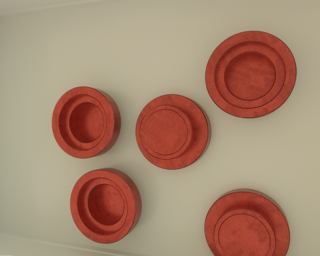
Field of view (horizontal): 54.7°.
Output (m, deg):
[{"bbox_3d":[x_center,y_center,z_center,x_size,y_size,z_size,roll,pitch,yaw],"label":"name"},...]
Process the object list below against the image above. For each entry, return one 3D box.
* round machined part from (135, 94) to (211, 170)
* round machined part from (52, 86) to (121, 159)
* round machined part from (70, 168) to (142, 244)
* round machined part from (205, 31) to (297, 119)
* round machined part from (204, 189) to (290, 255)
[{"bbox_3d":[0.013,0.005,0.397,0.098,0.042,0.097,0,90,20],"label":"round machined part"},{"bbox_3d":[-0.098,-0.007,0.436,0.098,0.042,0.097,0,90,20],"label":"round machined part"},{"bbox_3d":[-0.070,0.103,0.426,0.098,0.042,0.097,0,90,20],"label":"round machined part"},{"bbox_3d":[0.106,-0.059,0.364,0.098,0.042,0.097,0,90,20],"label":"round machined part"},{"bbox_3d":[0.101,0.124,0.366,0.098,0.042,0.097,0,90,20],"label":"round machined part"}]
